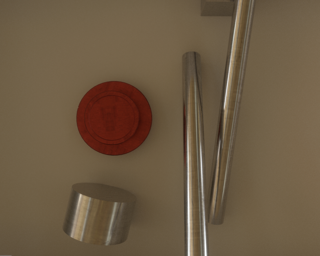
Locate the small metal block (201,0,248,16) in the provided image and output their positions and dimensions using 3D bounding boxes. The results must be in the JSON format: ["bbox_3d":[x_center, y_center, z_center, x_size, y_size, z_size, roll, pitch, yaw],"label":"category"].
[{"bbox_3d":[0.081,-0.166,0.400,0.050,0.050,0.025,0,90,-1],"label":"small metal block"}]

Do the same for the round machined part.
[{"bbox_3d":[-0.060,-0.013,0.402,0.099,0.042,0.097,0,90,-1],"label":"round machined part"}]

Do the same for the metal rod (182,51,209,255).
[{"bbox_3d":[0.039,0.042,0.353,0.025,0.025,0.299,1,66,0],"label":"metal rod"}]

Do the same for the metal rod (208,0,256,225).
[{"bbox_3d":[0.087,-0.023,0.386,0.025,0.025,0.298,6,100,-1],"label":"metal rod"}]

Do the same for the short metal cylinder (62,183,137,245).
[{"bbox_3d":[-0.074,0.103,0.383,0.080,0.080,0.050,13,90,-1],"label":"short metal cylinder"}]
